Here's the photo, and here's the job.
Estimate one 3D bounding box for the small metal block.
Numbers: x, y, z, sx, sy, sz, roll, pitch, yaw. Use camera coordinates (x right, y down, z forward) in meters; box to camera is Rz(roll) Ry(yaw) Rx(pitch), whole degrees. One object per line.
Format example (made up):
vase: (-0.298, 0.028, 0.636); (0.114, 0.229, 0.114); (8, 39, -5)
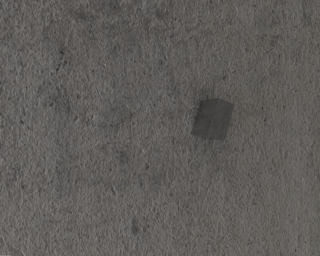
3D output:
small metal block: (0.070, -0.011, 0.421); (0.025, 0.050, 0.050); (19, 84, -19)
